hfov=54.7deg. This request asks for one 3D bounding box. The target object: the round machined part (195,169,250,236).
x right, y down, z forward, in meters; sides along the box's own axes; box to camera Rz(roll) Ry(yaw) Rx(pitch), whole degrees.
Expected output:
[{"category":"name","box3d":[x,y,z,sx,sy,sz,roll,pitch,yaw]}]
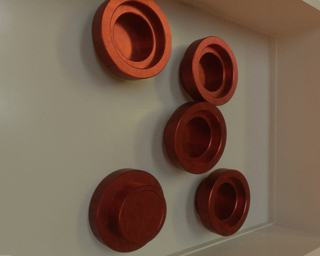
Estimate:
[{"category":"round machined part","box3d":[0.091,0.110,0.472,0.099,0.042,0.097,0,90,-40]}]

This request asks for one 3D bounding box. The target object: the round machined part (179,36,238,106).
[{"category":"round machined part","box3d":[0.067,-0.080,0.451,0.099,0.042,0.097,0,90,-40]}]

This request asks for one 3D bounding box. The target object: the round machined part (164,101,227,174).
[{"category":"round machined part","box3d":[0.044,0.012,0.428,0.099,0.042,0.097,-6,99,-38]}]

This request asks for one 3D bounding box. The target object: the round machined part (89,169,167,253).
[{"category":"round machined part","box3d":[-0.031,0.099,0.370,0.099,0.042,0.097,0,90,-40]}]

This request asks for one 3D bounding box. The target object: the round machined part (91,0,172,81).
[{"category":"round machined part","box3d":[-0.036,-0.104,0.365,0.099,0.042,0.097,0,90,-40]}]
